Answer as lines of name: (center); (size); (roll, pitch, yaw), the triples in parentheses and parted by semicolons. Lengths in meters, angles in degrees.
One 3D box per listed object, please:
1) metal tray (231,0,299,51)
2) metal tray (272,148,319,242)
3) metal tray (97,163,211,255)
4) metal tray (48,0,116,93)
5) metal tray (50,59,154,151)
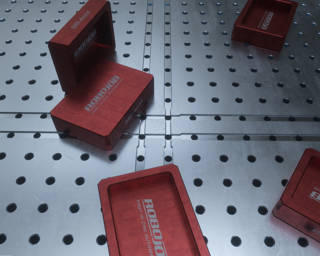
metal tray: (0.196, -0.200, 0.574); (0.090, 0.030, 0.130); (20, 53, 16)
metal tray: (0.203, 0.087, 0.333); (0.130, 0.030, 0.090); (29, 55, 22)
metal tray: (-0.008, 0.105, 0.315); (0.091, 0.030, 0.130); (-12, 51, -10)
metal tray: (-0.111, -0.123, 0.467); (0.030, 0.089, 0.130); (15, 51, 11)
metal tray: (-0.076, -0.038, 0.435); (0.090, 0.030, 0.130); (21, 53, 16)
